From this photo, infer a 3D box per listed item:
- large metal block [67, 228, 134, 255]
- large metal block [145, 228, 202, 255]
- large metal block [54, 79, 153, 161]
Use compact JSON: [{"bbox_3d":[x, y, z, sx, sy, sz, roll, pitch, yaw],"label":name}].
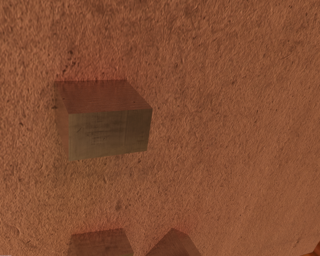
[{"bbox_3d":[-0.094,0.203,0.465,0.081,0.050,0.079,3,117,-30],"label":"large metal block"},{"bbox_3d":[0.027,0.235,0.531,0.080,0.080,0.050,-47,129,5],"label":"large metal block"},{"bbox_3d":[-0.063,-0.013,0.328,0.081,0.080,0.050,-6,121,-26],"label":"large metal block"}]
